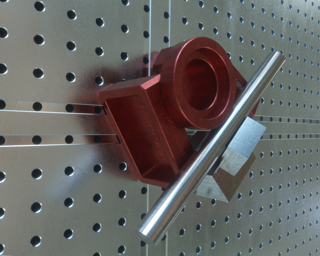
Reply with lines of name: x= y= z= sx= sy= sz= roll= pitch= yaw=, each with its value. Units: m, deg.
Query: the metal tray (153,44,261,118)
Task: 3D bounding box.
metal tray: x=0.065 y=-0.061 z=0.422 sx=0.130 sy=0.090 sz=0.030 roll=38 pitch=68 yaw=-34

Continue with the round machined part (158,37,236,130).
round machined part: x=0.037 y=-0.047 z=0.341 sx=0.099 sy=0.042 sz=0.097 roll=0 pitch=90 yaw=-40

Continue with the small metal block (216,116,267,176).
small metal block: x=0.096 y=0.023 z=0.369 sx=0.025 sy=0.050 sz=0.050 roll=33 pitch=61 yaw=13

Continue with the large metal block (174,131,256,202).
large metal block: x=0.072 y=0.049 z=0.432 sx=0.080 sy=0.080 sz=0.050 roll=-49 pitch=120 yaw=-29

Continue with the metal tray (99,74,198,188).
metal tray: x=-0.011 y=0.008 z=0.359 sx=0.030 sy=0.090 sz=0.129 roll=-36 pitch=113 yaw=-34

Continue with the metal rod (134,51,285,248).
metal rod: x=0.074 y=0.003 z=0.355 sx=0.301 sy=0.025 sz=0.025 roll=-48 pitch=119 yaw=-29
